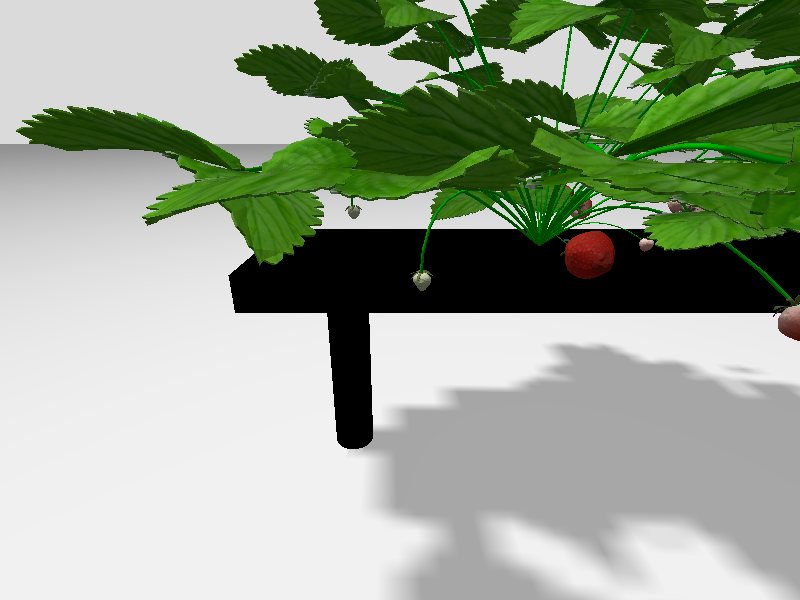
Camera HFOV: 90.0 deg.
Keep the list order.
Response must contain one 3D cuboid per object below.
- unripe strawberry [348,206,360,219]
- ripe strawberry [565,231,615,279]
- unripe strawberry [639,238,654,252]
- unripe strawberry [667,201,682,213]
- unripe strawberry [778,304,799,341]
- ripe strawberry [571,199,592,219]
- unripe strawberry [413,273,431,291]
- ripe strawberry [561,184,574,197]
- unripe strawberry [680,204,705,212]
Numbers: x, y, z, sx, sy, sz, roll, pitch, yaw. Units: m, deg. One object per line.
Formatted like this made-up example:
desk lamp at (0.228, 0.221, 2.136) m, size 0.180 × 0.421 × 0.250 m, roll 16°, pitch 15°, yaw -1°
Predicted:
unripe strawberry at (-0.051, -0.096, 0.440) m, size 0.015 × 0.014 × 0.013 m, roll 12°, pitch 26°, yaw 25°
ripe strawberry at (0.131, -0.029, 0.273) m, size 0.032 × 0.034 × 0.035 m, roll -1°, pitch 24°, yaw -3°
unripe strawberry at (0.213, -0.048, 0.347) m, size 0.011 × 0.011 × 0.011 m, roll 3°, pitch 23°, yaw 7°
unripe strawberry at (0.348, -0.120, 0.505) m, size 0.019 × 0.020 × 0.018 m, roll 16°, pitch 28°, yaw 32°
unripe strawberry at (0.194, 0.012, 0.190) m, size 0.023 × 0.021 × 0.020 m, roll -9°, pitch -30°, yaw -19°
ripe strawberry at (0.212, -0.109, 0.470) m, size 0.026 × 0.027 × 0.028 m, roll 15°, pitch 27°, yaw 32°
unripe strawberry at (0.013, -0.011, 0.238) m, size 0.011 × 0.011 × 0.010 m, roll 19°, pitch 29°, yaw 38°
ripe strawberry at (0.206, -0.135, 0.520) m, size 0.036 × 0.031 × 0.036 m, roll 10°, pitch 24°, yaw 22°
unripe strawberry at (0.318, -0.093, 0.432) m, size 0.024 × 0.023 × 0.026 m, roll 2°, pitch 20°, yaw -26°
